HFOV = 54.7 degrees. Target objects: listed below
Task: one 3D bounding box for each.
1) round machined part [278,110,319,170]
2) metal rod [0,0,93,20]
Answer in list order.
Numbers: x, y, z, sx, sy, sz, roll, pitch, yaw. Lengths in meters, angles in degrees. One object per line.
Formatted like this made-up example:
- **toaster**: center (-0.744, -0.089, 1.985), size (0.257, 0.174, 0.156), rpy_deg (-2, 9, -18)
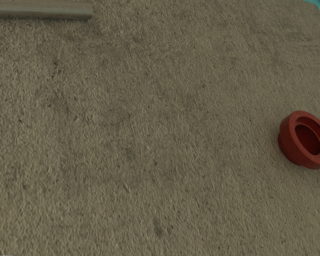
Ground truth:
- **round machined part**: center (0.235, 0.023, 0.508), size (0.099, 0.042, 0.098), rpy_deg (14, 56, -21)
- **metal rod**: center (-0.228, -0.146, 0.370), size (0.303, 0.025, 0.025), rpy_deg (-11, 68, -33)
